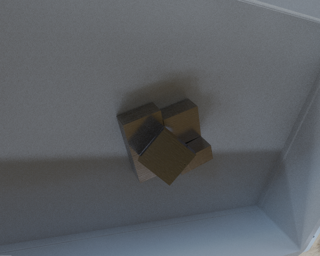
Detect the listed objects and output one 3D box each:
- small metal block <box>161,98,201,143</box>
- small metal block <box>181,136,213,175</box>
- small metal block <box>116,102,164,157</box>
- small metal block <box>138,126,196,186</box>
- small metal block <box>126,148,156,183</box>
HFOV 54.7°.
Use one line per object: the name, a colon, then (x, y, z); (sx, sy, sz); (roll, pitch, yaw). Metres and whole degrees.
small metal block: (0.025, -0.005, 0.419); (0.050, 0.025, 0.050); (-23, 127, -15)
small metal block: (0.038, 0.031, 0.432); (0.050, 0.050, 0.025); (-26, 128, -14)
small metal block: (-0.023, 0.001, 0.397); (0.050, 0.025, 0.050); (-23, 127, -15)
small metal block: (0.009, 0.034, 0.386); (0.050, 0.025, 0.050); (39, 97, -5)
small metal block: (-0.014, 0.041, 0.426); (0.050, 0.025, 0.050); (-23, 127, -15)
